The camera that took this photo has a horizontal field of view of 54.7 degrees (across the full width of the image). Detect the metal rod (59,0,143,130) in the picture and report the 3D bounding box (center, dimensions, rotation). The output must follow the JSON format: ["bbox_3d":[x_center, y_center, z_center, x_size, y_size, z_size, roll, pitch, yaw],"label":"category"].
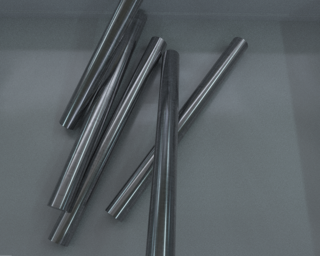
[{"bbox_3d":[-0.049,-0.130,0.382,0.025,0.025,0.299,32,102,11],"label":"metal rod"}]

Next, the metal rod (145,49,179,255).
[{"bbox_3d":[0.008,0.008,0.349,0.025,0.025,0.300,3,48,1],"label":"metal rod"}]

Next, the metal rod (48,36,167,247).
[{"bbox_3d":[-0.060,0.003,0.407,0.025,0.025,0.300,22,71,8],"label":"metal rod"}]

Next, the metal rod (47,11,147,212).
[{"bbox_3d":[-0.073,-0.039,0.410,0.025,0.025,0.300,15,66,5],"label":"metal rod"}]

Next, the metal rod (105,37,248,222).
[{"bbox_3d":[0.031,-0.009,0.413,0.025,0.025,0.300,34,73,11],"label":"metal rod"}]
